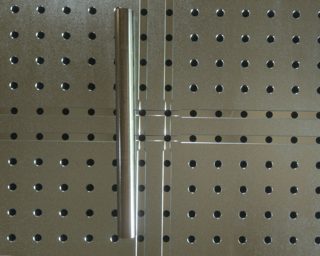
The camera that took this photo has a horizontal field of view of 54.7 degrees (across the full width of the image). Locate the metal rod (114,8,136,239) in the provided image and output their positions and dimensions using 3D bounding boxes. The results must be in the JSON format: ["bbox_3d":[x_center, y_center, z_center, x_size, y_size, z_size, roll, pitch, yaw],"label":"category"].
[{"bbox_3d":[-0.046,-0.006,0.412,0.025,0.025,0.298,-1,90,-1],"label":"metal rod"}]
